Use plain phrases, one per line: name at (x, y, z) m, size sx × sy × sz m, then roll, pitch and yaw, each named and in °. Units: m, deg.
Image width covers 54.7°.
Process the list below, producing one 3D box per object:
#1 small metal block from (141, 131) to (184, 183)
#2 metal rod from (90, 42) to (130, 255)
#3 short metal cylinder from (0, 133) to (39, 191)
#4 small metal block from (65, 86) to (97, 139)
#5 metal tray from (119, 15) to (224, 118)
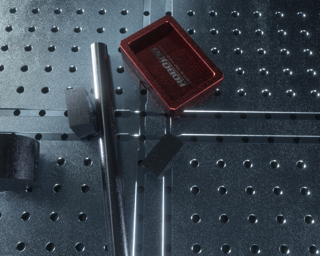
small metal block at (0.003, 0.038, 0.385) m, size 0.025 × 0.050 × 0.050 m, roll 36°, pitch 74°, yaw 12°
metal rod at (-0.067, 0.021, 0.403) m, size 0.025 × 0.025 × 0.299 m, roll -8°, pitch 70°, yaw -3°
short metal cylinder at (-0.185, 0.043, 0.365) m, size 0.081 × 0.080 × 0.050 m, roll -6°, pitch 70°, yaw -2°
small metal block at (-0.102, -0.019, 0.404) m, size 0.025 × 0.050 × 0.050 m, roll -12°, pitch 71°, yaw -4°
metal tray at (0.015, -0.090, 0.442) m, size 0.090 × 0.030 × 0.130 m, roll -34°, pitch 74°, yaw -12°
